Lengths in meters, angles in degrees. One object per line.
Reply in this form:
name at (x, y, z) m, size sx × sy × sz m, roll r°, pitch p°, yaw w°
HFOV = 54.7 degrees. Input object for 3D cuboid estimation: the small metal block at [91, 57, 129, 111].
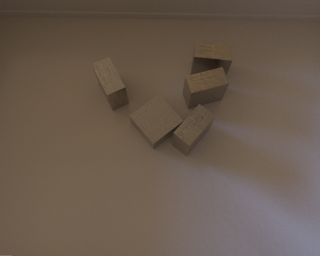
small metal block at (-0.066, -0.058, 0.417) m, size 0.025 × 0.050 × 0.050 m, roll -26°, pitch 72°, yaw -9°

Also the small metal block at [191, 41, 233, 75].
small metal block at (0.071, -0.094, 0.432) m, size 0.050 × 0.050 × 0.025 m, roll 6°, pitch 70°, yaw 2°

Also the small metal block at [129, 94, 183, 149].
small metal block at (-0.005, -0.009, 0.413) m, size 0.050 × 0.025 × 0.050 m, roll -37°, pitch 75°, yaw -13°

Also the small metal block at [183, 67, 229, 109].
small metal block at (0.060, -0.053, 0.416) m, size 0.050 × 0.050 × 0.025 m, roll -15°, pitch 71°, yaw -6°

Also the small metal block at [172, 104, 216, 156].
small metal block at (0.042, 0.004, 0.395) m, size 0.025 × 0.050 × 0.050 m, roll 39°, pitch 74°, yaw 12°
